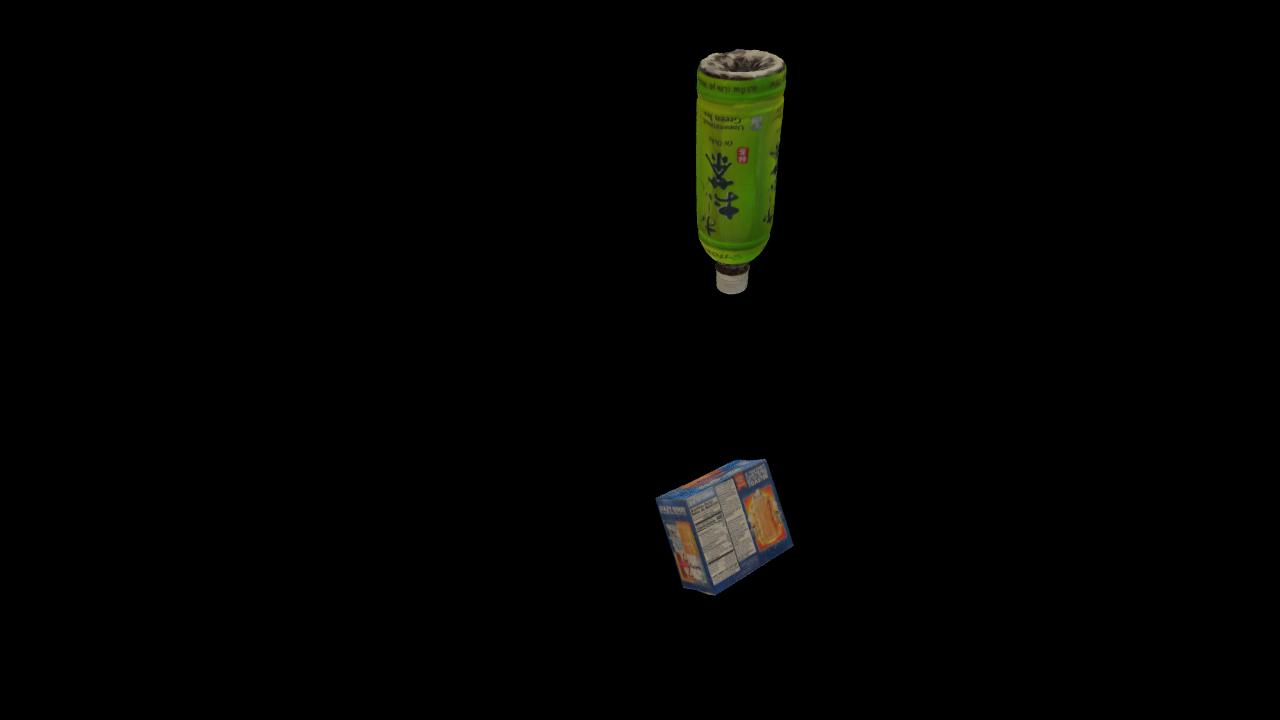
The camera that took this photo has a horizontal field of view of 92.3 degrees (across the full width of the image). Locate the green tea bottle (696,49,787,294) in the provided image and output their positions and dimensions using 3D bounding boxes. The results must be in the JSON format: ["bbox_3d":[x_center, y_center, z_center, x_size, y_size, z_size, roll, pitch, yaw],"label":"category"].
[{"bbox_3d":[0.085,-0.152,0.541,0.073,0.212,0.073,-3,44,3],"label":"green tea bottle"}]

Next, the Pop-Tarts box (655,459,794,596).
[{"bbox_3d":[0.126,0.242,0.914,0.167,0.141,0.083,-18,0,-34],"label":"Pop-Tarts box"}]
